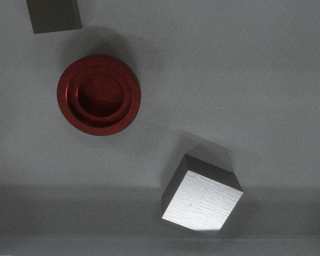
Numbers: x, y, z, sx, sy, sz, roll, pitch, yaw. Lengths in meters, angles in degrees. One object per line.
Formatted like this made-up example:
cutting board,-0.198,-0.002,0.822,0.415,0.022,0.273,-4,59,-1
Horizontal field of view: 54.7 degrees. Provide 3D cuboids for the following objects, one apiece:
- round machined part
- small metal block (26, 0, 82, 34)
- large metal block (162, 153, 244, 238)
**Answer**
round machined part,-0.073,-0.043,0.385,0.099,0.042,0.097,0,110,-1
small metal block,-0.123,-0.138,0.359,0.050,0.025,0.050,-6,110,1
large metal block,0.056,0.094,0.433,0.080,0.050,0.079,23,108,-9
